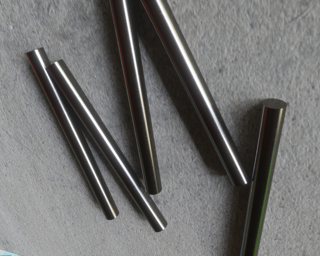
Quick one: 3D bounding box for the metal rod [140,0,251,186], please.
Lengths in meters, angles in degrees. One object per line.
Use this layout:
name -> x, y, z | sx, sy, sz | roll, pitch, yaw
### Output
metal rod -> 0.034, -0.060, 0.350 | 0.025, 0.025, 0.299 | -17, 110, 34

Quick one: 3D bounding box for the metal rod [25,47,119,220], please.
metal rod -> -0.129, 0.022, 0.485 | 0.025, 0.025, 0.298 | -5, 116, 30

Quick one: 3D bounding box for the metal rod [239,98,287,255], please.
metal rod -> 0.126, 0.102, 0.402 | 0.025, 0.025, 0.298 | 11, 123, 22

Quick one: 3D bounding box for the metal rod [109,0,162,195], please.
metal rod -> -0.028, -0.037, 0.396 | 0.025, 0.025, 0.298 | 6, 121, 25

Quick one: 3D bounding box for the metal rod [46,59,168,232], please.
metal rod -> -0.072, 0.036, 0.464 | 0.025, 0.025, 0.299 | -20, 109, 35
